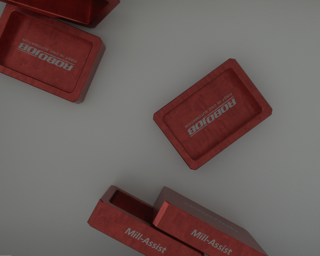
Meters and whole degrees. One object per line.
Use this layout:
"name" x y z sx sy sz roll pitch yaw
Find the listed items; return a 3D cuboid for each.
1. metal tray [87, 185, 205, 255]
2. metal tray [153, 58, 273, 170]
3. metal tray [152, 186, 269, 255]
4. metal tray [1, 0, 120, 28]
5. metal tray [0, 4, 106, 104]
"metal tray" -0.015 0.121 0.378 0.130 0.090 0.030 28 90 -1
"metal tray" 0.068 -0.018 0.409 0.130 0.030 0.090 -36 90 -1
"metal tray" 0.056 0.123 0.379 0.130 0.090 0.030 29 90 -1
"metal tray" -0.120 -0.159 0.348 0.131 0.090 0.030 8 81 -31
"metal tray" -0.149 -0.097 0.406 0.131 0.030 0.090 23 90 -1
